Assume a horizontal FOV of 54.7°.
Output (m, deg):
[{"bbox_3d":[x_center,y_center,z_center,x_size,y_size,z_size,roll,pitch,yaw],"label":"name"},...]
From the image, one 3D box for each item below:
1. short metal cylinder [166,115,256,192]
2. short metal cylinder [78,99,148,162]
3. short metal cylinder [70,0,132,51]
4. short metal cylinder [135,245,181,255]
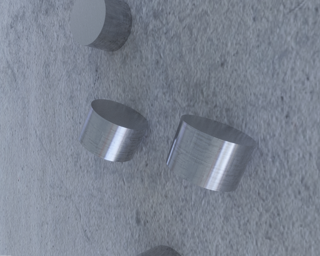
[{"bbox_3d":[0.052,0.024,0.325,0.080,0.081,0.050,29,108,36],"label":"short metal cylinder"},{"bbox_3d":[-0.063,0.002,0.419,0.080,0.081,0.050,39,114,32],"label":"short metal cylinder"},{"bbox_3d":[-0.087,-0.158,0.458,0.080,0.050,0.079,0,90,39],"label":"short metal cylinder"},{"bbox_3d":[-0.007,0.197,0.392,0.080,0.050,0.079,0,90,39],"label":"short metal cylinder"}]
